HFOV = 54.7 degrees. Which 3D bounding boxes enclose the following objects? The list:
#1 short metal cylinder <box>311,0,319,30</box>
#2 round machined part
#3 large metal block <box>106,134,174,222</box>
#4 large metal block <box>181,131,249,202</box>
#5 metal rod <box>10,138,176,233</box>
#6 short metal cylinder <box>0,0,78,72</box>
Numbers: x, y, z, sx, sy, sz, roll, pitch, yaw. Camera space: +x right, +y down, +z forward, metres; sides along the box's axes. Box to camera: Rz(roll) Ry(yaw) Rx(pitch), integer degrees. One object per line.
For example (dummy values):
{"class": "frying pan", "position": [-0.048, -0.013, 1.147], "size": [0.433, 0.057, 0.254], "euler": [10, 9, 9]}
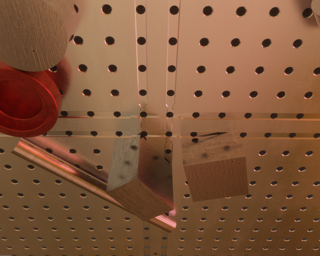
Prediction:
{"class": "short metal cylinder", "position": [0.190, -0.108, 0.285], "size": [0.080, 0.080, 0.050], "euler": [-28, 125, 21]}
{"class": "round machined part", "position": [-0.166, -0.038, 0.366], "size": [0.099, 0.042, 0.097], "euler": [0, 130, 0]}
{"class": "large metal block", "position": [-0.025, 0.070, 0.435], "size": [0.050, 0.080, 0.080], "euler": [-28, 125, 22]}
{"class": "large metal block", "position": [0.079, 0.057, 0.444], "size": [0.080, 0.050, 0.080], "euler": [-10, 130, 8]}
{"class": "metal rod", "position": [-0.089, 0.100, 0.496], "size": [0.301, 0.025, 0.025], "euler": [35, 122, -26]}
{"class": "short metal cylinder", "position": [-0.127, -0.103, 0.306], "size": [0.081, 0.050, 0.079], "euler": [0, 130, 0]}
